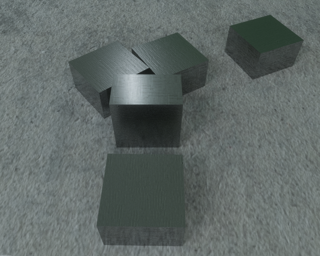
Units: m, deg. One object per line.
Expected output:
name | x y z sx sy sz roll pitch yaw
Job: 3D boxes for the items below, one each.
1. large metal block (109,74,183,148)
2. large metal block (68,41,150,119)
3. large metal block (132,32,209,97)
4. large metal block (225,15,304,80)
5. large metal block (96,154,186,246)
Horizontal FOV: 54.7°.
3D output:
large metal block | -0.015 -0.019 0.384 0.081 0.080 0.050 0 50 -1
large metal block | -0.071 -0.072 0.446 0.081 0.050 0.080 -32 57 -24
large metal block | 0.014 -0.091 0.463 0.081 0.050 0.080 -25 55 -20
large metal block | 0.165 -0.132 0.500 0.081 0.050 0.080 -20 53 -16
large metal block | -0.017 0.074 0.324 0.081 0.050 0.080 1 50 0
